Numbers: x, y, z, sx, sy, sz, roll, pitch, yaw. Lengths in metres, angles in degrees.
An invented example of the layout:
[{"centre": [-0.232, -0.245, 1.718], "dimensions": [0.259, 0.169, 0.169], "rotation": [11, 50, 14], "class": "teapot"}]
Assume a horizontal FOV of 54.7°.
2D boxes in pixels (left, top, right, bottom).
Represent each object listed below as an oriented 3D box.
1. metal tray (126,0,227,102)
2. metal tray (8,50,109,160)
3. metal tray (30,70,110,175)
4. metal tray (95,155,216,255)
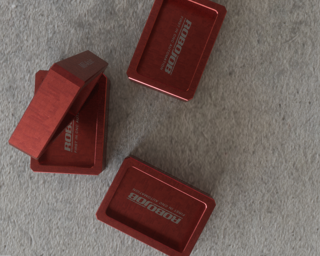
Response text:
[{"centre": [0.021, -0.109, 0.407], "dimensions": [0.090, 0.030, 0.129], "rotation": [21, 90, -1], "class": "metal tray"}, {"centre": [-0.101, -0.032, 0.332], "dimensions": [0.030, 0.130, 0.090], "rotation": [33, 106, -10], "class": "metal tray"}, {"centre": [-0.116, -0.007, 0.405], "dimensions": [0.091, 0.030, 0.129], "rotation": [3, 90, -1], "class": "metal tray"}, {"centre": [-0.005, 0.103, 0.407], "dimensions": [0.130, 0.030, 0.090], "rotation": [27, 90, -1], "class": "metal tray"}]
